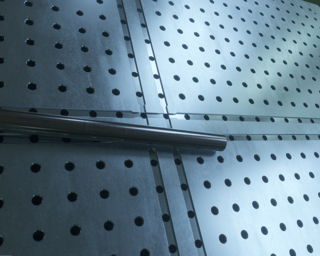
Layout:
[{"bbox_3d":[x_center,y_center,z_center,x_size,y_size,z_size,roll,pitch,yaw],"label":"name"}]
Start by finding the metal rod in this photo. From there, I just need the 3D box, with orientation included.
[{"bbox_3d":[-0.049,0.006,0.377,0.302,0.025,0.025,7,59,-25],"label":"metal rod"}]
